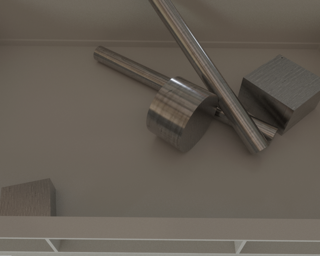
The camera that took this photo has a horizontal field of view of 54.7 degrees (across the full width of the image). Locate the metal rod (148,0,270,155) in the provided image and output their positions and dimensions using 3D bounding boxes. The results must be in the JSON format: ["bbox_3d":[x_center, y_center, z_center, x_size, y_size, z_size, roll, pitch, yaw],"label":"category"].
[{"bbox_3d":[0.047,-0.098,0.409,0.025,0.025,0.299,-27,78,-21],"label":"metal rod"}]

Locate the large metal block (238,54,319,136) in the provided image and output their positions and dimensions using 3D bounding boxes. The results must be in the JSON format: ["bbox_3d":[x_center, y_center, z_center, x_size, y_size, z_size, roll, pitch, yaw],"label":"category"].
[{"bbox_3d":[0.168,-0.048,0.432,0.081,0.050,0.080,-32,58,-25],"label":"large metal block"}]

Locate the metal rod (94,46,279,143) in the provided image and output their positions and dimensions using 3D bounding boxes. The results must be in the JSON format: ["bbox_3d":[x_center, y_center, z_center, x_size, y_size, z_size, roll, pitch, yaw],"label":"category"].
[{"bbox_3d":[0.023,-0.056,0.452,0.300,0.025,0.025,28,56,21],"label":"metal rod"}]

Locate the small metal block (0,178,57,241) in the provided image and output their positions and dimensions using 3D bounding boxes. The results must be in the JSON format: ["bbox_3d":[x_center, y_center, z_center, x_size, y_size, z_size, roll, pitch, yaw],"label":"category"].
[{"bbox_3d":[-0.140,0.086,0.331,0.050,0.025,0.050,-10,51,-9],"label":"small metal block"}]

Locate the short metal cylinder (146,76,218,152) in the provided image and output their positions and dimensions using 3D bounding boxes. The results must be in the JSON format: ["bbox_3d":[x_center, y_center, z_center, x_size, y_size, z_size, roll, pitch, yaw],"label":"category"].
[{"bbox_3d":[0.028,-0.017,0.384,0.050,0.080,0.080,32,57,24],"label":"short metal cylinder"}]
